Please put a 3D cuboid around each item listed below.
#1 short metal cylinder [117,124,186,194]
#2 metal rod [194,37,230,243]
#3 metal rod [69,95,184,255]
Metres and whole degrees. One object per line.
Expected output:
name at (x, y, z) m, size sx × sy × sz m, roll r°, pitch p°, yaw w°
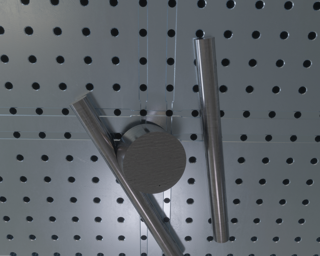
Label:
short metal cylinder at (-0.012, 0.038, 0.402) m, size 0.081 × 0.050 × 0.079 m, roll -4°, pitch 102°, yaw -16°
metal rod at (0.074, 0.030, 0.425) m, size 0.025 × 0.025 × 0.298 m, roll -8°, pitch 110°, yaw 2°
metal rod at (-0.038, 0.089, 0.445) m, size 0.025 × 0.025 × 0.299 m, roll -26°, pitch 108°, yaw 9°
